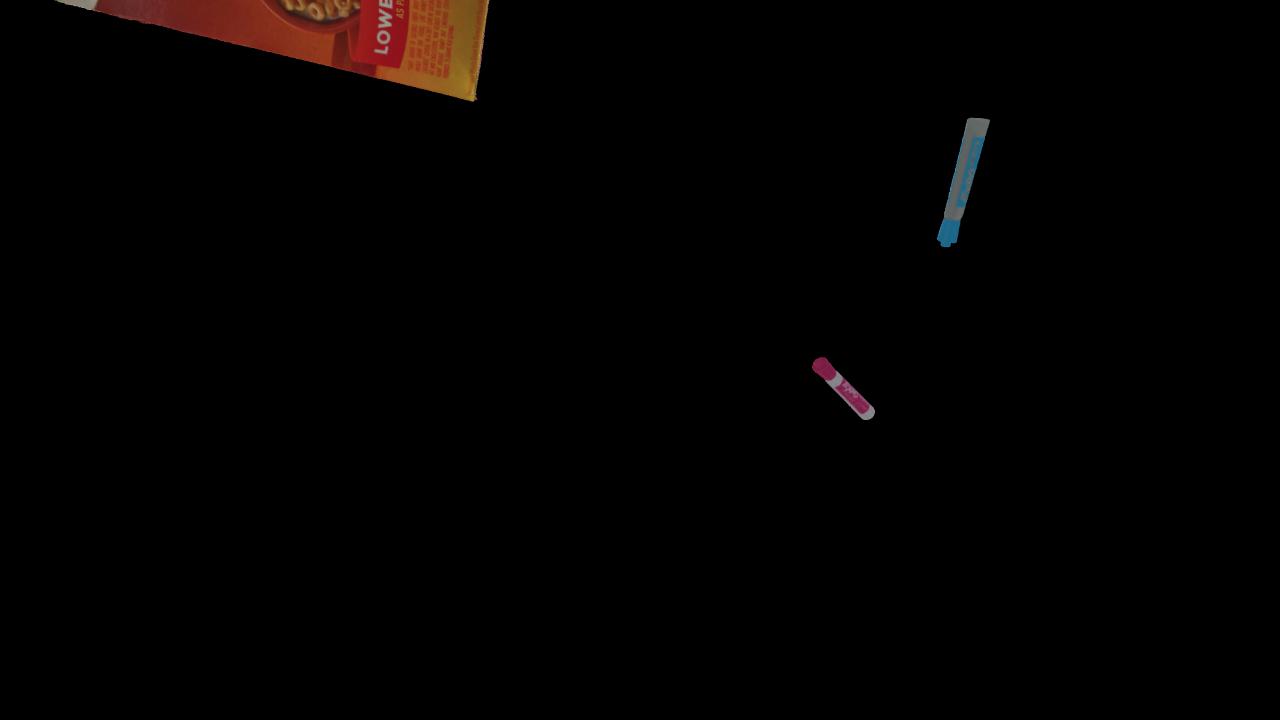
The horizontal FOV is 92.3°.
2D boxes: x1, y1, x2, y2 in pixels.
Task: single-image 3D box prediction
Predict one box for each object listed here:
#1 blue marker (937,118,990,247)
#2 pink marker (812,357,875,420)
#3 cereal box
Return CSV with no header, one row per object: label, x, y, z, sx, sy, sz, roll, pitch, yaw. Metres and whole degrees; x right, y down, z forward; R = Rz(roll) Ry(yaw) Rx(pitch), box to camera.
blue marker,0.310,-0.168,0.593,0.020,0.121,0.020,1,28,-1
pink marker,0.231,0.033,0.698,0.121,0.020,0.020,38,-23,-34
cereal box,-0.267,-0.342,0.469,0.306,0.203,0.081,7,32,-20
